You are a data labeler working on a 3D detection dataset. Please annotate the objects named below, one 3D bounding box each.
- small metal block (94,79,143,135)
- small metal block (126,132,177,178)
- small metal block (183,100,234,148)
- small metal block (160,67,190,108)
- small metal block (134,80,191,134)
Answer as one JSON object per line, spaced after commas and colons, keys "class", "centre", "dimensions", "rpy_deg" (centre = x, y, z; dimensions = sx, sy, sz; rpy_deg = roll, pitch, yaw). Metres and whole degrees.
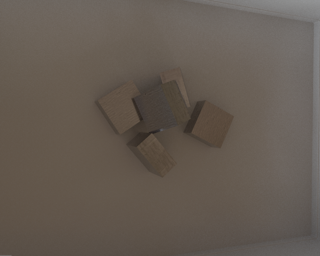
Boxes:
{"class": "small metal block", "centre": [-0.046, -0.026, 0.394], "dimensions": [0.050, 0.025, 0.050], "rpy_deg": [-35, 102, -17]}
{"class": "small metal block", "centre": [-0.012, 0.033, 0.394], "dimensions": [0.025, 0.050, 0.050], "rpy_deg": [-43, 104, -15]}
{"class": "small metal block", "centre": [0.069, -0.005, 0.437], "dimensions": [0.050, 0.025, 0.050], "rpy_deg": [27, 81, -18]}
{"class": "small metal block", "centre": [0.021, -0.050, 0.403], "dimensions": [0.025, 0.050, 0.050], "rpy_deg": [-15, 96, 8]}
{"class": "small metal block", "centre": [0.002, -0.024, 0.372], "dimensions": [0.025, 0.050, 0.050], "rpy_deg": [-27, 96, -44]}
